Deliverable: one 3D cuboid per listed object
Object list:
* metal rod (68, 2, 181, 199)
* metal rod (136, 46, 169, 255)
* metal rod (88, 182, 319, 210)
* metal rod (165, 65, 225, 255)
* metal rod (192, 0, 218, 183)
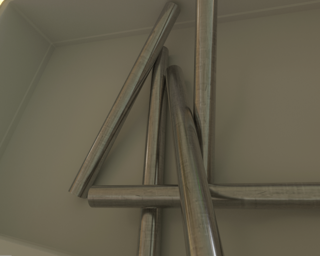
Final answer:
[{"bbox_3d":[-0.045,-0.045,0.433,0.025,0.025,0.299,19,78,35],"label":"metal rod"},{"bbox_3d":[-0.006,0.011,0.400,0.025,0.025,0.299,-11,57,22],"label":"metal rod"},{"bbox_3d":[0.067,0.068,0.307,0.301,0.025,0.025,-4,60,18],"label":"metal rod"},{"bbox_3d":[0.025,0.009,0.316,0.025,0.025,0.300,-24,33,14],"label":"metal rod"},{"bbox_3d":[0.052,-0.089,0.352,0.025,0.025,0.298,0,87,28],"label":"metal rod"}]
